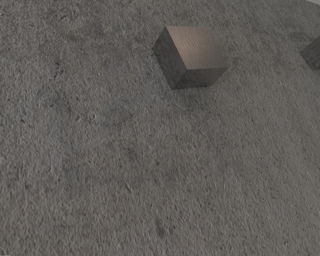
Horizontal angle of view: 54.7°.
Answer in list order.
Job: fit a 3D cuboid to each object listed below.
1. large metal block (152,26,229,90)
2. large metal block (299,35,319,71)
[{"bbox_3d":[0.046,-0.109,0.479,0.081,0.050,0.080,-10,67,-32],"label":"large metal block"},{"bbox_3d":[0.370,-0.173,0.673,0.081,0.080,0.050,-15,70,-34],"label":"large metal block"}]
